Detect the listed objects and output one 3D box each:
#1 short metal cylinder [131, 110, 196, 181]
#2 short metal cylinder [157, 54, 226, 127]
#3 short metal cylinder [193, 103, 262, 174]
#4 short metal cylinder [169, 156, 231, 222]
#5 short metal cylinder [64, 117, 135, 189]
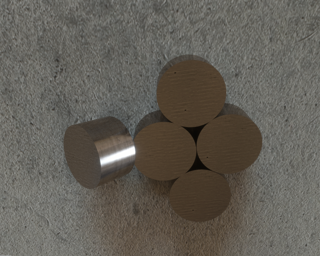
[{"bbox_3d":[0.005,0.021,0.405,0.081,0.050,0.079,0,110,0],"label":"short metal cylinder"},{"bbox_3d":[0.036,-0.047,0.380,0.081,0.050,0.079,0,110,0],"label":"short metal cylinder"},{"bbox_3d":[0.085,0.012,0.403,0.081,0.050,0.079,0,110,0],"label":"short metal cylinder"},{"bbox_3d":[0.053,0.081,0.428,0.081,0.050,0.079,0,110,0],"label":"short metal cylinder"},{"bbox_3d":[-0.076,0.029,0.386,0.080,0.050,0.079,17,115,41],"label":"short metal cylinder"}]
